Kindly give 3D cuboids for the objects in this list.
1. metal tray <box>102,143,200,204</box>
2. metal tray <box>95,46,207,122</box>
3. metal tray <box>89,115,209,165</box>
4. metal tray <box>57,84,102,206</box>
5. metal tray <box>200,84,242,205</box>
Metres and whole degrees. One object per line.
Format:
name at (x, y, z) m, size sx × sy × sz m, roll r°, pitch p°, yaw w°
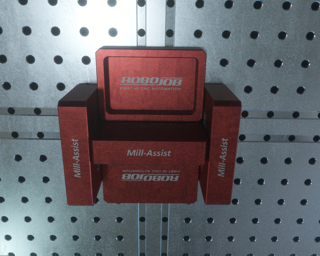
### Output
metal tray at (-0.013, 0.059, 0.431) m, size 0.131 × 0.030 × 0.089 m, roll 1°, pitch 110°, yaw -1°
metal tray at (-0.011, -0.055, 0.390) m, size 0.131 × 0.030 × 0.089 m, roll 1°, pitch 110°, yaw -1°
metal tray at (-0.012, 0.012, 0.381) m, size 0.131 × 0.090 × 0.030 m, roll 1°, pitch 110°, yaw -1°
metal tray at (-0.093, 0.018, 0.383) m, size 0.030 × 0.090 × 0.129 m, roll 1°, pitch 110°, yaw -1°
metal tray at (0.069, 0.018, 0.386) m, size 0.030 × 0.090 × 0.129 m, roll 1°, pitch 110°, yaw -1°
